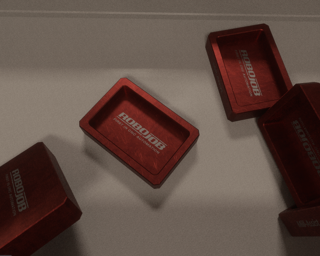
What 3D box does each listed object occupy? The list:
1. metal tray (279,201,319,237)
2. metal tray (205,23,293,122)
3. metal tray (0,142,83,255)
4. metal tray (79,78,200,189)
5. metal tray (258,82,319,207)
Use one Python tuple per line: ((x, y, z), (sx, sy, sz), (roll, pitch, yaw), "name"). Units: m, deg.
((0.193, 0.079, 0.327), (0.091, 0.130, 0.030), (-26, 73, -9), "metal tray")
((0.125, -0.080, 0.437), (0.091, 0.030, 0.129), (-11, 70, -5), "metal tray")
((-0.148, 0.077, 0.339), (0.090, 0.030, 0.130), (-35, 38, -12), "metal tray")
((-0.027, 0.005, 0.404), (0.130, 0.030, 0.090), (37, 74, 12), "metal tray")
((0.173, 0.023, 0.360), (0.030, 0.090, 0.130), (-8, 64, -22), "metal tray")
